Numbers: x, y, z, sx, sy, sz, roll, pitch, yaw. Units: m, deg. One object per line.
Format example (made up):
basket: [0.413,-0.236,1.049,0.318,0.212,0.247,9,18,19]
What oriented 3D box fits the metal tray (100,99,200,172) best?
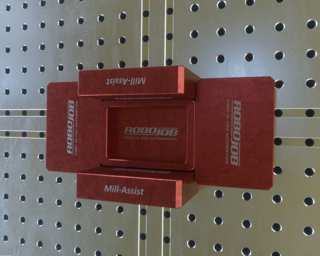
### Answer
metal tray: [-0.014,0.008,0.412,0.130,0.030,0.089,1,90,19]

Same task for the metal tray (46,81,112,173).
metal tray: [-0.118,-0.001,0.450,0.090,0.030,0.129,1,90,19]

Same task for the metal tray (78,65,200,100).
metal tray: [-0.023,-0.052,0.385,0.130,0.090,0.030,1,91,19]

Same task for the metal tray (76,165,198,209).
metal tray: [-0.025,0.068,0.384,0.130,0.090,0.030,1,91,19]

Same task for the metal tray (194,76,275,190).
metal tray: [0.090,0.005,0.376,0.090,0.030,0.129,1,90,18]
